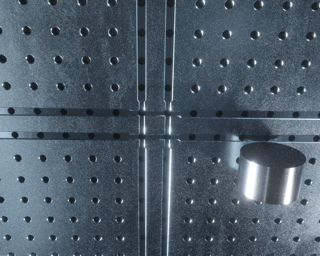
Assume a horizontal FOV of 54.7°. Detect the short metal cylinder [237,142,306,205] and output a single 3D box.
[{"bbox_3d":[0.145,0.057,0.407,0.081,0.080,0.050,0,110,-1],"label":"short metal cylinder"}]
